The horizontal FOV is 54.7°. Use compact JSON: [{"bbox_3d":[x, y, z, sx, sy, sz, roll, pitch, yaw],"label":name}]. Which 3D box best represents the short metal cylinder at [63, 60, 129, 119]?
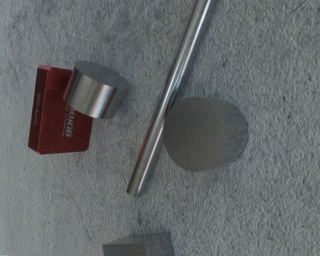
[{"bbox_3d":[-0.092,-0.056,0.445,0.080,0.081,0.050,42,115,32],"label":"short metal cylinder"}]

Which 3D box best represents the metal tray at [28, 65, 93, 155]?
[{"bbox_3d":[-0.150,-0.027,0.485,0.030,0.091,0.129,17,101,39],"label":"metal tray"}]

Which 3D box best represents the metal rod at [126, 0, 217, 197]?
[{"bbox_3d":[0.014,-0.044,0.393,0.025,0.025,0.298,32,110,35],"label":"metal rod"}]

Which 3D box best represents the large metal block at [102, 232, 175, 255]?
[{"bbox_3d":[-0.024,0.187,0.409,0.080,0.050,0.080,-20,78,38],"label":"large metal block"}]

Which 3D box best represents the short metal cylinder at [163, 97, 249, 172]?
[{"bbox_3d":[0.051,0.007,0.347,0.080,0.050,0.080,0,90,40],"label":"short metal cylinder"}]
